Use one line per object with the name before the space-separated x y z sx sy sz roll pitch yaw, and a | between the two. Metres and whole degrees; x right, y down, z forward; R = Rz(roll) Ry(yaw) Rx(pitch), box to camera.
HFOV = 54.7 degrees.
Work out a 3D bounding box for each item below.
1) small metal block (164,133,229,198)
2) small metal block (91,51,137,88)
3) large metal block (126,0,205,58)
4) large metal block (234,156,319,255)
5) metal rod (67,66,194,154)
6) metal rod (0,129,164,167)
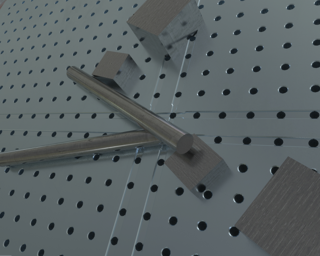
small metal block | 0.042 0.043 0.360 0.050 0.025 0.050 -44 51 -2
small metal block | -0.075 -0.097 0.507 0.050 0.025 0.050 17 71 34
large metal block | 0.008 -0.168 0.491 0.080 0.050 0.080 -49 51 -6
large metal block | 0.128 0.086 0.273 0.080 0.050 0.080 35 81 38
metal rod | -0.063 -0.040 0.445 0.025 0.025 0.300 -50 45 -7
metal rod | -0.124 0.030 0.455 0.300 0.025 0.025 -9 58 23
